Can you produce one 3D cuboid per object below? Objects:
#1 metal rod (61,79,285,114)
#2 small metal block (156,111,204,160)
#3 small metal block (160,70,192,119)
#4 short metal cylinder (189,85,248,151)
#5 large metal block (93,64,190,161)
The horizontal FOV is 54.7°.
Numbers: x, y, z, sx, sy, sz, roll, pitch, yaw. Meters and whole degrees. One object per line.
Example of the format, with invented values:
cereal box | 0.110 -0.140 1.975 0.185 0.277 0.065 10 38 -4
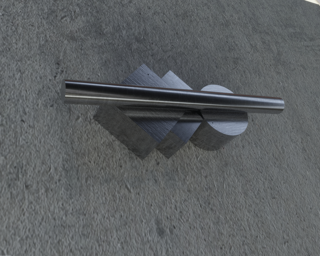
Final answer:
metal rod | 0.037 -0.034 0.379 0.303 0.025 0.025 1 62 -28
small metal block | 0.023 0.007 0.399 0.025 0.050 0.050 41 51 -1
small metal block | 0.015 -0.042 0.424 0.050 0.050 0.025 41 51 -1
short metal cylinder | 0.076 -0.014 0.437 0.081 0.050 0.080 14 56 -21
large metal block | -0.021 -0.021 0.388 0.080 0.050 0.080 41 51 -1
